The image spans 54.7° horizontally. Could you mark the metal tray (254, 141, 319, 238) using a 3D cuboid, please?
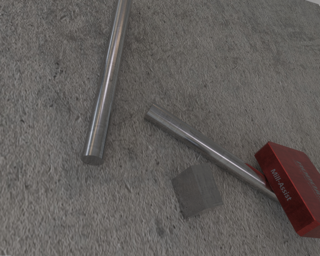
[{"bbox_3d":[0.194,0.083,0.423,0.091,0.030,0.130,16,38,-30],"label":"metal tray"}]

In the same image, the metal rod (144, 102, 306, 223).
[{"bbox_3d":[0.111,0.057,0.428,0.301,0.025,0.025,33,51,-7],"label":"metal rod"}]

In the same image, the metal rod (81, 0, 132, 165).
[{"bbox_3d":[-0.065,-0.090,0.422,0.025,0.025,0.300,17,55,-19],"label":"metal rod"}]

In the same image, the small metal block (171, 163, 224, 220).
[{"bbox_3d":[0.042,0.075,0.365,0.025,0.050,0.050,-4,64,-30],"label":"small metal block"}]
